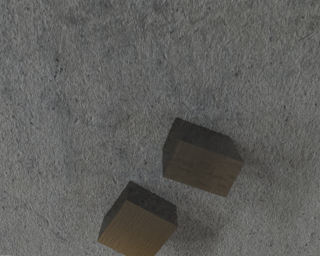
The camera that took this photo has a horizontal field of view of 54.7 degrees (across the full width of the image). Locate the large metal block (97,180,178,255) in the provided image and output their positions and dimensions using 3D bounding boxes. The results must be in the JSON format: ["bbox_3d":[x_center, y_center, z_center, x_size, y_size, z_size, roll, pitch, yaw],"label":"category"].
[{"bbox_3d":[-0.031,0.137,0.446,0.080,0.050,0.080,31,107,-11],"label":"large metal block"}]

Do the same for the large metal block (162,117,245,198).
[{"bbox_3d":[0.050,0.034,0.393,0.080,0.080,0.050,20,109,-7],"label":"large metal block"}]
